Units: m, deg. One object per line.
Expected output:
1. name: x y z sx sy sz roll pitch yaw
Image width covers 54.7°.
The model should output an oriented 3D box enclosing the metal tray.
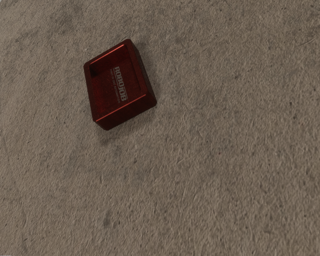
1. metal tray: -0.065 -0.069 0.475 0.090 0.030 0.130 -27 53 10
